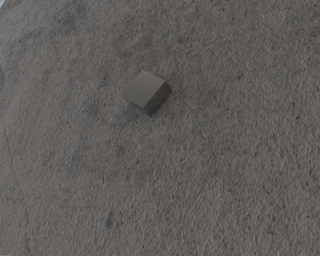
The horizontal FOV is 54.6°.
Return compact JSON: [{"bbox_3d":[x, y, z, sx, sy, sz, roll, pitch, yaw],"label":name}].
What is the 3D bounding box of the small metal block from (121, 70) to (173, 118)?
[{"bbox_3d":[-0.019,-0.050,0.446,0.050,0.025,0.050,33,80,38],"label":"small metal block"}]
